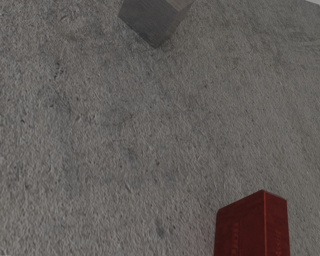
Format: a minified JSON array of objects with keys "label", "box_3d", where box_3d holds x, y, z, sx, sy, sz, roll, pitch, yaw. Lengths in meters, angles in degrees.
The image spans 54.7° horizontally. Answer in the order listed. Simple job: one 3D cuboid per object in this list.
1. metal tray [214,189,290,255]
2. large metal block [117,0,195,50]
[{"label":"metal tray","box_3d":[0.093,0.141,0.326,0.030,0.090,0.130,23,53,-15]},{"label":"large metal block","box_3d":[-0.008,-0.184,0.476,0.080,0.080,0.050,42,51,0]}]
